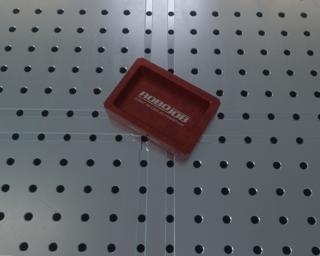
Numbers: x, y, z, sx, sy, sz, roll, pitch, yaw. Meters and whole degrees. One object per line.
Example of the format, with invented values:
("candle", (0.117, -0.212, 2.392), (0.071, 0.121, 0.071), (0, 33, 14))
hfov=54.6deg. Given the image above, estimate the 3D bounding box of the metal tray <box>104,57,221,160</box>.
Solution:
("metal tray", (0.003, -0.028, 0.419), (0.130, 0.030, 0.090), (30, 73, 10))
